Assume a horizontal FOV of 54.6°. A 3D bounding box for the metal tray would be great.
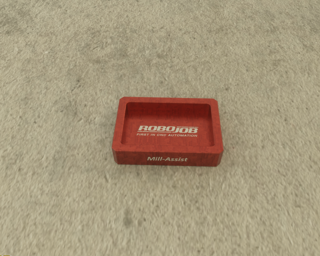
[{"bbox_3d":[0.010,0.003,0.397,0.131,0.030,0.090,1,50,1],"label":"metal tray"}]
